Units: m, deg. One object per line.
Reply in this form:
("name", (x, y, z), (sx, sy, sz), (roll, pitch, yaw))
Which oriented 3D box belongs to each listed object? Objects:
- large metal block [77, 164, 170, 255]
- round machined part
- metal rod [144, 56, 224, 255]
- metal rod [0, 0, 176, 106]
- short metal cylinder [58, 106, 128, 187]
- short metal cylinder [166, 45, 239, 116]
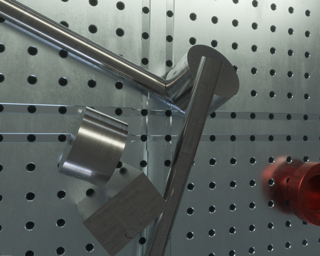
("large metal block", (-0.047, 0.091, 0.365), (0.080, 0.080, 0.050), (-39, 102, -15))
("round machined part", (0.243, 0.101, 0.493), (0.099, 0.042, 0.097), (0, 90, -20))
("metal rod", (0.019, 0.065, 0.371), (0.025, 0.025, 0.298), (10, 105, -20))
("metal rod", (-0.080, -0.092, 0.382), (0.302, 0.025, 0.025), (25, 82, -18))
("short metal cylinder", (-0.077, 0.021, 0.355), (0.050, 0.080, 0.080), (23, 82, -19))
("short metal cylinder", (0.055, -0.060, 0.401), (0.081, 0.050, 0.080), (17, 54, -25))
